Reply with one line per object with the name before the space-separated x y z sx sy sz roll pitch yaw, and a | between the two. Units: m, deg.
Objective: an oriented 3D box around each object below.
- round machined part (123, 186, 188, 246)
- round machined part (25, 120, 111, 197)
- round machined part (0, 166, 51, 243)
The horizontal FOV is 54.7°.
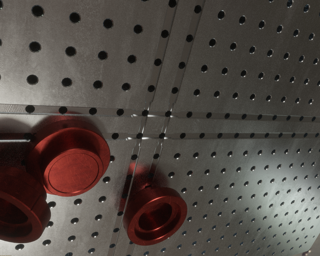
round machined part | -0.011 0.129 0.476 0.099 0.042 0.097 -14 125 -21
round machined part | -0.106 0.043 0.369 0.099 0.042 0.097 -14 124 -21
round machined part | -0.166 0.080 0.340 0.098 0.042 0.097 6 129 8
